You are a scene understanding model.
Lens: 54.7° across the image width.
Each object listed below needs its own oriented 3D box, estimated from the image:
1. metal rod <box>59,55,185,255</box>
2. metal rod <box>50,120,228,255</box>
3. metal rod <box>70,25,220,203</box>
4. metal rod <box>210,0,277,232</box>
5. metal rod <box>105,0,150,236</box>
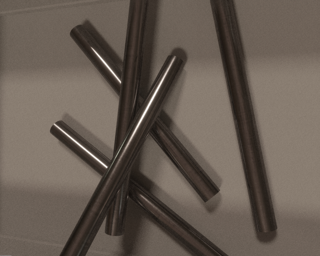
[{"bbox_3d":[-0.045,0.042,0.367,0.025,0.025,0.300,22,75,18],"label":"metal rod"},{"bbox_3d":[-0.038,0.084,0.422,0.300,0.025,0.025,36,101,16],"label":"metal rod"},{"bbox_3d":[-0.027,-0.028,0.419,0.025,0.025,0.300,-43,77,15],"label":"metal rod"},{"bbox_3d":[0.099,-0.027,0.375,0.025,0.025,0.298,-12,86,19],"label":"metal rod"},{"bbox_3d":[-0.042,-0.013,0.396,0.025,0.025,0.298,7,92,19],"label":"metal rod"}]
